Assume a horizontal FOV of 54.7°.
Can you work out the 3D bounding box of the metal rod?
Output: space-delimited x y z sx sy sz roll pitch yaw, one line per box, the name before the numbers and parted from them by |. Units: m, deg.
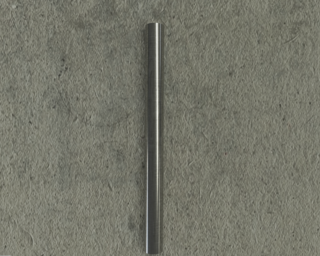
metal rod | -0.008 0.014 0.411 0.025 0.025 0.298 0 90 -1
